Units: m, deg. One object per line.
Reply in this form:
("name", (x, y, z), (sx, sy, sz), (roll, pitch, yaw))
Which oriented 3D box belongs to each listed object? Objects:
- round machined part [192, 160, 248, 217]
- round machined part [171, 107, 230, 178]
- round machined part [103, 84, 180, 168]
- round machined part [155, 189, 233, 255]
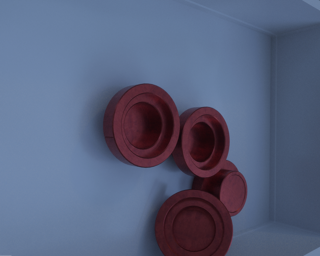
("round machined part", (0.098, 0.098, 0.477), (0.099, 0.042, 0.097), (0, 90, -40))
("round machined part", (0.051, 0.019, 0.438), (0.099, 0.042, 0.097), (0, 90, -40))
("round machined part", (-0.026, -0.003, 0.374), (0.099, 0.042, 0.097), (0, 90, -40))
("round machined part", (0.045, 0.133, 0.410), (0.042, 0.098, 0.098), (72, 37, -69))
